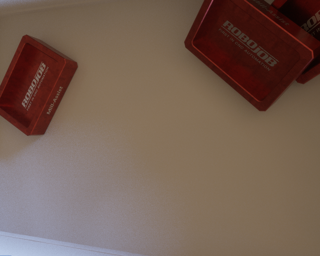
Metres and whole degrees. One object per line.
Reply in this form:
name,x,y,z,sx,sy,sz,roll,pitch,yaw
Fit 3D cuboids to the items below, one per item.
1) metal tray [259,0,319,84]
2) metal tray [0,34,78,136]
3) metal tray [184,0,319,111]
metal tray,0.164,-0.112,0.302,0.030,0.129,0.090,-30,82,-27
metal tray,-0.194,-0.064,0.476,0.090,0.030,0.129,33,100,17
metal tray,0.097,-0.093,0.348,0.130,0.030,0.089,44,139,14
